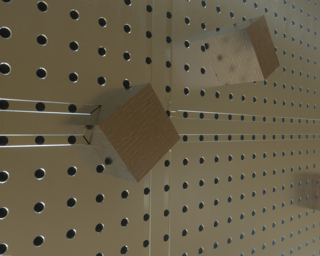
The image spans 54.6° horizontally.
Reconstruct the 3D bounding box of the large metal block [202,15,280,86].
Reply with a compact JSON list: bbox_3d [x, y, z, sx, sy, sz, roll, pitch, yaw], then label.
[{"bbox_3d":[0.124,-0.116,0.476,0.050,0.080,0.080,-40,115,-32],"label":"large metal block"}]

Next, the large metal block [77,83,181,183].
[{"bbox_3d":[-0.034,0.005,0.363,0.080,0.050,0.080,-44,117,-31],"label":"large metal block"}]

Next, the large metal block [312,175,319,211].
[{"bbox_3d":[0.401,0.152,0.727,0.081,0.050,0.080,6,86,-40],"label":"large metal block"}]
